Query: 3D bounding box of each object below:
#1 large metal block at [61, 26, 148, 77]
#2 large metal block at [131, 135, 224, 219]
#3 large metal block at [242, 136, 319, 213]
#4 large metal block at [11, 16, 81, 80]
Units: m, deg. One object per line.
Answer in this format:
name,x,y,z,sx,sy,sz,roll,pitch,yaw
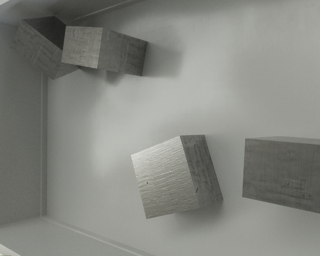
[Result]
large metal block,-0.078,-0.107,0.435,0.080,0.081,0.050,17,101,39
large metal block,0.019,0.059,0.375,0.080,0.050,0.080,-24,75,37
large metal block,0.127,0.036,0.266,0.080,0.081,0.050,4,93,40
large metal block,-0.168,-0.129,0.490,0.080,0.080,0.050,38,118,-2
